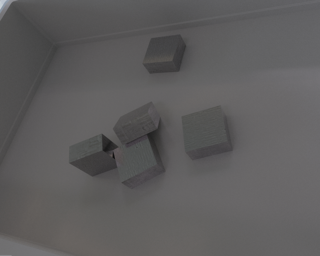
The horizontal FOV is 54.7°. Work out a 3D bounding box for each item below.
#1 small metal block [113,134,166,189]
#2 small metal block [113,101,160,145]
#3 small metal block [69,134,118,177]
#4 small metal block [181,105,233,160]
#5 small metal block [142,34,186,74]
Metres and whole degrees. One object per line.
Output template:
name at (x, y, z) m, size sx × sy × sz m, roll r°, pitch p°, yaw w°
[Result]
small metal block at (-0.027, 0.042, 0.395) m, size 0.050 × 0.025 × 0.050 m, roll -29°, pitch 52°, yaw 10°
small metal block at (-0.029, -0.007, 0.410) m, size 0.050 × 0.025 × 0.050 m, roll -25°, pitch 16°, yaw 12°
small metal block at (-0.084, 0.037, 0.411) m, size 0.050 × 0.050 × 0.025 m, roll -21°, pitch 54°, yaw 16°
small metal block at (0.056, 0.006, 0.373) m, size 0.050 × 0.025 × 0.050 m, roll -16°, pitch 55°, yaw 19°
small metal block at (0.007, -0.112, 0.471) m, size 0.050 × 0.025 × 0.050 m, roll 2°, pitch 62°, yaw 29°
